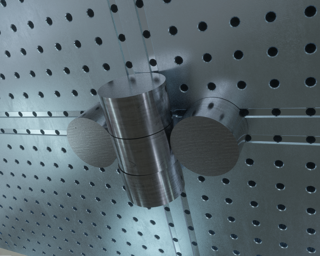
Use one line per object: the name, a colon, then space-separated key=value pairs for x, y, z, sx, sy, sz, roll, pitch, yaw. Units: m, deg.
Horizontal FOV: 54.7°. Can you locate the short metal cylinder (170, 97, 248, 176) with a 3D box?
short metal cylinder: x=0.059 y=0.010 z=0.368 sx=0.080 sy=0.050 sz=0.079 roll=13 pitch=124 yaw=20

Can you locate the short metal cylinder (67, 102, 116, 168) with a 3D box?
short metal cylinder: x=-0.084 y=0.010 z=0.442 sx=0.080 sy=0.050 sz=0.079 roll=13 pitch=124 yaw=20

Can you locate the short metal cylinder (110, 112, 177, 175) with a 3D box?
short metal cylinder: x=-0.019 y=0.016 z=0.393 sx=0.080 sy=0.080 sz=0.050 roll=2 pitch=119 yaw=27

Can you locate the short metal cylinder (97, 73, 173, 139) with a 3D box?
short metal cylinder: x=-0.028 y=-0.029 z=0.370 sx=0.080 sy=0.080 sz=0.050 roll=3 pitch=120 yaw=26

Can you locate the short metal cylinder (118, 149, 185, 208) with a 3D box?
short metal cylinder: x=-0.010 y=0.061 z=0.417 sx=0.080 sy=0.080 sz=0.050 roll=1 pitch=119 yaw=27
